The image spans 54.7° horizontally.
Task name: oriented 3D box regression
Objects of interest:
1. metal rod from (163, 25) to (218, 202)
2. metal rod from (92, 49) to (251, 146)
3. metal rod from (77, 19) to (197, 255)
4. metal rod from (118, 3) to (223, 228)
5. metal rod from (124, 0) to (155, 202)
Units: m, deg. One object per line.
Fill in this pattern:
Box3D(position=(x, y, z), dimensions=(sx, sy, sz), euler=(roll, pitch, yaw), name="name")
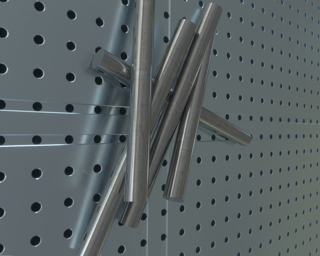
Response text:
Box3D(position=(0.048, -0.050, 0.421), dimensions=(0.025, 0.025, 0.299), euler=(32, 61, -36), name="metal rod")
Box3D(position=(0.038, -0.030, 0.443), dimensions=(0.302, 0.025, 0.025), euler=(24, 75, -38), name="metal rod")
Box3D(position=(-0.023, 0.006, 0.368), dimensions=(0.025, 0.025, 0.299), euler=(30, 79, -37), name="metal rod")
Box3D(position=(0.016, -0.021, 0.395), dimensions=(0.025, 0.025, 0.299), euler=(27, 82, -37), name="metal rod")
Box3D(position=(-0.021, -0.068, 0.359), dimensions=(0.025, 0.025, 0.299), euler=(14, 71, -40), name="metal rod")
